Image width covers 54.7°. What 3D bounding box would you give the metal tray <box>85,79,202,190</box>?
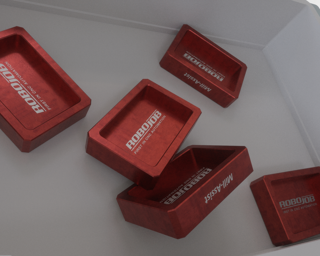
[{"bbox_3d":[-0.015,0.001,0.375,0.090,0.030,0.131,31,47,7],"label":"metal tray"}]

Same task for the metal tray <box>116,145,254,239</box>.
[{"bbox_3d":[0.029,0.060,0.340,0.131,0.090,0.030,-30,108,-38],"label":"metal tray"}]

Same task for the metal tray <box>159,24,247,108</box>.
[{"bbox_3d":[0.074,-0.102,0.503,0.130,0.030,0.090,32,52,-8],"label":"metal tray"}]

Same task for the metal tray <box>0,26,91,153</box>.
[{"bbox_3d":[-0.154,-0.047,0.347,0.130,0.030,0.091,46,51,4],"label":"metal tray"}]

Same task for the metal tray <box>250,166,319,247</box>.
[{"bbox_3d":[0.200,0.108,0.444,0.131,0.030,0.090,-3,63,-30],"label":"metal tray"}]
